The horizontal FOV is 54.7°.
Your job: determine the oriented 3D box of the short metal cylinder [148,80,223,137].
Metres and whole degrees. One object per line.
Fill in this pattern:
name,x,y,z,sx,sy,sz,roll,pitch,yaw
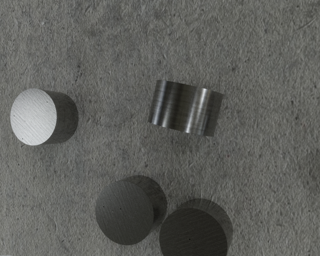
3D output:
short metal cylinder,0.030,-0.024,0.369,0.080,0.080,0.050,14,95,19

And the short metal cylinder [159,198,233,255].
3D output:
short metal cylinder,0.046,0.132,0.379,0.080,0.050,0.080,0,90,20

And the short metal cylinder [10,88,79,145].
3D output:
short metal cylinder,-0.169,-0.016,0.455,0.080,0.050,0.080,0,90,20

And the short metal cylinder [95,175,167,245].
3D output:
short metal cylinder,-0.037,0.106,0.409,0.080,0.050,0.080,0,90,20
